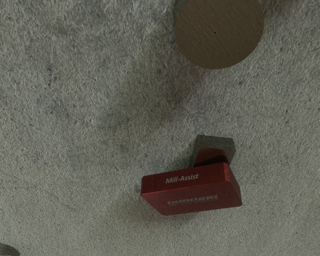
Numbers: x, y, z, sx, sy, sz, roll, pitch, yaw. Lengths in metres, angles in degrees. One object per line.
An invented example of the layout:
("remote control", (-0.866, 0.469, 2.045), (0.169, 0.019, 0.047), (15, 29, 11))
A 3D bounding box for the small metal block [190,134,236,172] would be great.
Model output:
("small metal block", (0.074, 0.039, 0.441), (0.050, 0.025, 0.050), (6, 130, -6))

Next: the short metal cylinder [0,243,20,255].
("short metal cylinder", (-0.331, 0.273, 0.620), (0.081, 0.050, 0.079), (0, 130, 0))

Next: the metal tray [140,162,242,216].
("metal tray", (0.048, 0.095, 0.464), (0.130, 0.030, 0.090), (-13, 141, 19))

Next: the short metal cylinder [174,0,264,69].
("short metal cylinder", (0.054, -0.105, 0.302), (0.081, 0.050, 0.079), (0, 130, 0))
